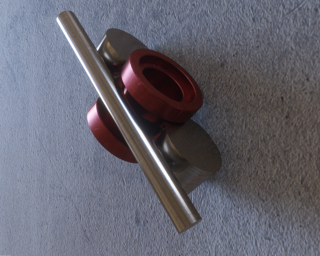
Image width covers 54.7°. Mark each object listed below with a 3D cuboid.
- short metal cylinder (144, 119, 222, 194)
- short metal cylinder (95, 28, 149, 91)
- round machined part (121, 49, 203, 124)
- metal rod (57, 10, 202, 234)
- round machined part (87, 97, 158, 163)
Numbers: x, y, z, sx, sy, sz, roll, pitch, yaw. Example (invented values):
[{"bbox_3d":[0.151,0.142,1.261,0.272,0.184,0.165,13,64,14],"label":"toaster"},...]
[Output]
[{"bbox_3d":[0.023,0.030,0.350,0.050,0.081,0.080,-46,63,30],"label":"short metal cylinder"},{"bbox_3d":[-0.049,-0.085,0.408,0.050,0.081,0.080,-46,63,30],"label":"short metal cylinder"},{"bbox_3d":[-0.002,-0.043,0.359,0.042,0.099,0.098,-49,61,34],"label":"round machined part"},{"bbox_3d":[-0.047,-0.026,0.339,0.025,0.025,0.299,-47,62,29],"label":"metal rod"},{"bbox_3d":[-0.037,-0.008,0.385,0.042,0.099,0.098,-45,64,26],"label":"round machined part"}]
